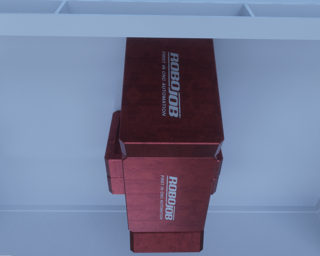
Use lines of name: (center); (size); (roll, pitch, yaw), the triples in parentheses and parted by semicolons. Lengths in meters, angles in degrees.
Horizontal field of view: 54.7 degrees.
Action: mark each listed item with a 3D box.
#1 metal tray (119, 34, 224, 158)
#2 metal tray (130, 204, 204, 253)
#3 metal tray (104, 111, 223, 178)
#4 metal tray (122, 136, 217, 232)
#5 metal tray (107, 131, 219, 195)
metal tray: (0.010, -0.036, 0.307); (0.091, 0.130, 0.030); (1, 150, -1)
metal tray: (0.008, 0.119, 0.438); (0.091, 0.130, 0.030); (0, 109, -1)
metal tray: (0.004, 0.018, 0.380); (0.131, 0.090, 0.030); (1, 130, -1)
metal tray: (0.008, 0.067, 0.342); (0.091, 0.030, 0.129); (0, 130, -1)
metal tray: (0.003, 0.041, 0.400); (0.131, 0.090, 0.030); (1, 130, -1)
